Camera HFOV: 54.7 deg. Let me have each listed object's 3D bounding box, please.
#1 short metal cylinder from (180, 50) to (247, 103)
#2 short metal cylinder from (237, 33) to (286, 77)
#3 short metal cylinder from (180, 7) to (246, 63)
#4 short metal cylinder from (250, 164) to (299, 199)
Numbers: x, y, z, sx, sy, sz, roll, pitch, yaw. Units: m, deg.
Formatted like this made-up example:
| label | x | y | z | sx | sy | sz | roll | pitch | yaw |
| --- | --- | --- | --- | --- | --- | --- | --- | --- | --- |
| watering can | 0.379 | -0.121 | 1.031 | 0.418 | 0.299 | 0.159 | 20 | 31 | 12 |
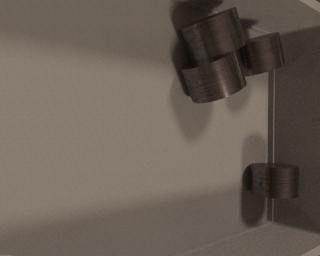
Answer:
| label | x | y | z | sx | sy | sz | roll | pitch | yaw |
| --- | --- | --- | --- | --- | --- | --- | --- | --- | --- |
| short metal cylinder | 0.075 | -0.074 | 0.436 | 0.081 | 0.080 | 0.050 | -35 | 112 | -35 |
| short metal cylinder | 0.158 | -0.120 | 0.506 | 0.081 | 0.080 | 0.050 | -29 | 109 | -37 |
| short metal cylinder | 0.075 | -0.130 | 0.435 | 0.081 | 0.080 | 0.050 | -35 | 112 | -35 |
| short metal cylinder | 0.199 | 0.090 | 0.541 | 0.081 | 0.080 | 0.050 | 2 | 89 | -40 |
